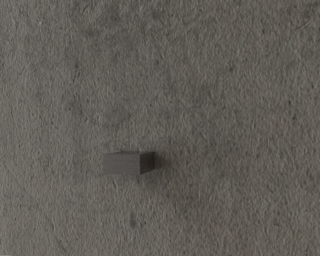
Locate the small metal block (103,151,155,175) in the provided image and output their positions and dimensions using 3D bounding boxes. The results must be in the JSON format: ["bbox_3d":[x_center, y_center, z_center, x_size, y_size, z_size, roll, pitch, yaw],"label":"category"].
[{"bbox_3d":[-0.040,0.045,0.409,0.050,0.050,0.025,-1,90,19],"label":"small metal block"}]
